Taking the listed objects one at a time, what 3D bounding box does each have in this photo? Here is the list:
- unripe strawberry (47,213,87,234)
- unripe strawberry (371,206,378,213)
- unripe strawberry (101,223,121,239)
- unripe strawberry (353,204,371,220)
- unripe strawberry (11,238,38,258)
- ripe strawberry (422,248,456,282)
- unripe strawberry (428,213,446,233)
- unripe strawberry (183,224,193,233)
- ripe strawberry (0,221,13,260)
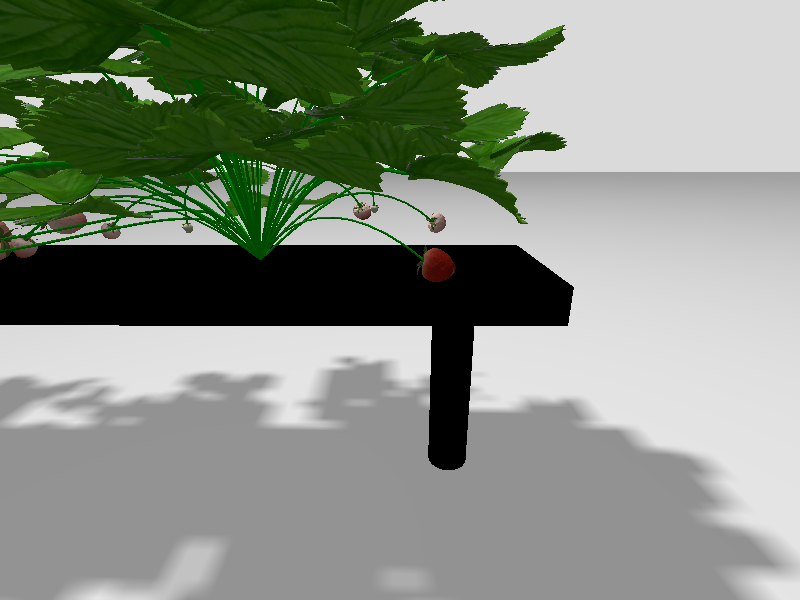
[{"bbox_3d":[-0.391,-0.094,0.470,0.037,0.032,0.037,-12,23,-32],"label":"unripe strawberry"},{"bbox_3d":[-0.035,-0.124,0.546,0.011,0.010,0.010,8,21,22],"label":"unripe strawberry"},{"bbox_3d":[-0.323,-0.076,0.447,0.019,0.019,0.018,-30,2,32],"label":"unripe strawberry"},{"bbox_3d":[-0.054,-0.126,0.579,0.027,0.024,0.024,6,-27,15],"label":"unripe strawberry"},{"bbox_3d":[-0.339,-0.047,0.361,0.020,0.019,0.018,30,18,-9],"label":"unripe strawberry"},{"bbox_3d":[0.027,-0.024,0.285,0.024,0.025,0.022,22,26,19],"label":"ripe strawberry"},{"bbox_3d":[0.046,-0.092,0.481,0.022,0.023,0.021,6,12,-41],"label":"unripe strawberry"},{"bbox_3d":[-0.252,-0.085,0.477,0.011,0.011,0.010,-18,26,-42],"label":"unripe strawberry"},{"bbox_3d":[-0.370,-0.053,0.352,0.042,0.041,0.039,-1,19,0],"label":"ripe strawberry"}]
